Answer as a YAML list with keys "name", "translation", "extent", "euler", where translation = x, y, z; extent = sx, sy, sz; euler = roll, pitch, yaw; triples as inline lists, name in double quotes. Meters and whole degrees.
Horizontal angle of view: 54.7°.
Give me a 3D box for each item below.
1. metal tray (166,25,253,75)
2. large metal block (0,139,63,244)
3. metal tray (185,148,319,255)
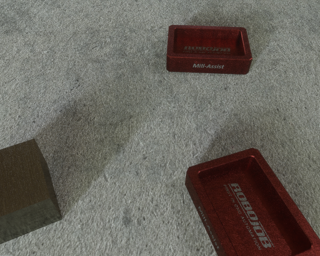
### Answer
- name: "metal tray"
  translation: [0.078, -0.130, 0.509]
  extent: [0.131, 0.030, 0.090]
  euler: [3, 50, 2]
- name: "large metal block"
  translation: [-0.159, 0.068, 0.328]
  extent: [0.081, 0.050, 0.080]
  euler: [-20, 53, -16]
- name: "metal tray"
  translation: [0.092, 0.089, 0.325]
  extent: [0.091, 0.030, 0.130]
  euler: [-15, 52, -13]
